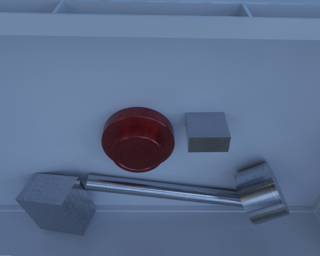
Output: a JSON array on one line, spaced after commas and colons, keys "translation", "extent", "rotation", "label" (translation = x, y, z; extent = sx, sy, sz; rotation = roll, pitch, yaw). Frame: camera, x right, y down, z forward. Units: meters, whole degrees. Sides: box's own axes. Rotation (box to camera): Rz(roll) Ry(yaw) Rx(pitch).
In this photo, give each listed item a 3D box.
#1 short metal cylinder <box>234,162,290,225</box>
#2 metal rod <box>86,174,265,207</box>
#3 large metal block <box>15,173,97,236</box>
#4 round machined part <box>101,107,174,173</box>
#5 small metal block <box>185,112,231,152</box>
[{"translation": [0.150, 0.096, 0.457], "extent": [0.050, 0.080, 0.080], "rotation": [-25, 126, 19], "label": "short metal cylinder"}, {"translation": [0.036, 0.104, 0.498], "extent": [0.302, 0.025, 0.025], "rotation": [8, 130, -8], "label": "metal rod"}, {"translation": [-0.156, 0.117, 0.477], "extent": [0.080, 0.050, 0.080], "rotation": [1, 132, 20], "label": "large metal block"}, {"translation": [-0.030, 0.023, 0.417], "extent": [0.099, 0.042, 0.097], "rotation": [-1, 130, 0], "label": "round machined part"}, {"translation": [0.060, 0.005, 0.398], "extent": [0.050, 0.050, 0.025], "rotation": [0, 130, 0], "label": "small metal block"}]
